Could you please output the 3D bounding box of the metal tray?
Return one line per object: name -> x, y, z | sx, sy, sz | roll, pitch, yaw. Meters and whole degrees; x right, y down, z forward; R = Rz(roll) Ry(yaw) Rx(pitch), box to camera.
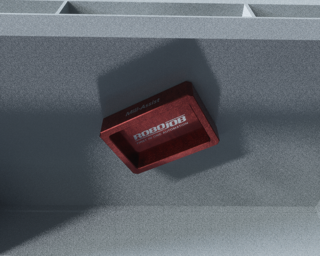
metal tray -> 0.000, 0.004, 0.405 | 0.130, 0.030, 0.090 | -23, 127, 17
